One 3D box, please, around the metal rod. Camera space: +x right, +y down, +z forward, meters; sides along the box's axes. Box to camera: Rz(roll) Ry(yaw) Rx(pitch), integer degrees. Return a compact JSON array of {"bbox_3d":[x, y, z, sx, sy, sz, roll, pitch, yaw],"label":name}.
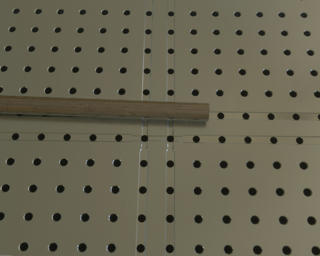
[{"bbox_3d":[-0.085,-0.027,0.421,0.302,0.025,0.025,2,70,1],"label":"metal rod"}]
